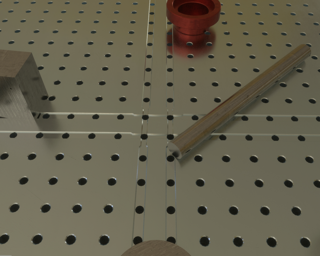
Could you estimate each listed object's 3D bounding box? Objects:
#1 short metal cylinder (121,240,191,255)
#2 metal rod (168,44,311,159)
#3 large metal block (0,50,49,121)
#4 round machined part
[{"bbox_3d":[-0.003,0.146,0.268,0.080,0.050,0.080,0,50,0],"label":"short metal cylinder"},{"bbox_3d":[0.129,-0.050,0.450,0.302,0.025,0.025,-35,58,-26],"label":"metal rod"},{"bbox_3d":[-0.210,-0.058,0.419,0.080,0.080,0.050,6,51,5],"label":"large metal block"},{"bbox_3d":[0.061,-0.209,0.572,0.099,0.042,0.098,0,50,0],"label":"round machined part"}]
